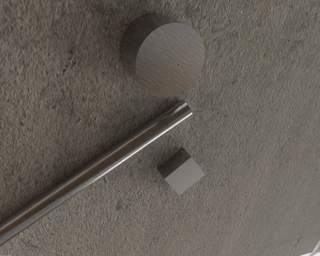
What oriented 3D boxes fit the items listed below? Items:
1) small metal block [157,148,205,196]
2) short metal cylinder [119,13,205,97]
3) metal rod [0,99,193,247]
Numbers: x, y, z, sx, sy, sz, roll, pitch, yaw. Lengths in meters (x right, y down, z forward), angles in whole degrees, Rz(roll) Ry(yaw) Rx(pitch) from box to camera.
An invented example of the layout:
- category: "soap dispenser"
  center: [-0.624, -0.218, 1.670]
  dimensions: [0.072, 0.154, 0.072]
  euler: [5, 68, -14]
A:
- category: "small metal block"
  center: [0.032, 0.066, 0.465]
  dimensions: [0.050, 0.025, 0.050]
  euler: [-39, 130, -2]
- category: "short metal cylinder"
  center: [0.002, -0.081, 0.342]
  dimensions: [0.081, 0.050, 0.079]
  euler: [-14, 124, -21]
- category: "metal rod"
  center: [-0.088, 0.057, 0.393]
  dimensions: [0.301, 0.025, 0.025]
  euler: [-34, 129, -6]
